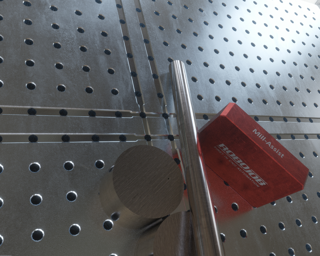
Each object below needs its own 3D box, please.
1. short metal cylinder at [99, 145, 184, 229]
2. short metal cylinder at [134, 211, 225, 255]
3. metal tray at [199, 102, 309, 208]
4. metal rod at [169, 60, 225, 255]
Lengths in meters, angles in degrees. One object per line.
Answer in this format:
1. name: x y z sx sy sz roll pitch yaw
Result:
1. short metal cylinder: -0.021 0.065 0.341 0.081 0.050 0.080 14 56 -21
2. short metal cylinder: 0.020 0.133 0.322 0.081 0.050 0.080 13 56 -21
3. metal tray: 0.110 0.039 0.401 0.130 0.090 0.030 42 51 0
4. metal rod: 0.037 0.015 0.379 0.025 0.025 0.300 15 44 -20
